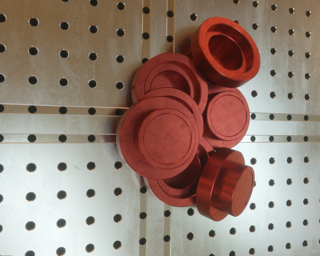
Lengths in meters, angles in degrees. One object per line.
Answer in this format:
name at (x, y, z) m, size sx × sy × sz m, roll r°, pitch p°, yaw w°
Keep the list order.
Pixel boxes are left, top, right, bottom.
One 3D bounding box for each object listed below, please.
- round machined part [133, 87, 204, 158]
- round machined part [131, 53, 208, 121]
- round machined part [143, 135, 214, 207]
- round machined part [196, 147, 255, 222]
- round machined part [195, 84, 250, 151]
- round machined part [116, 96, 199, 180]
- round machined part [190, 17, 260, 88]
round machined part at (0.004, -0.002, 0.404) m, size 0.099 × 0.042 × 0.097 m, roll 0°, pitch 90°, yaw -20°
round machined part at (0.010, -0.046, 0.407) m, size 0.099 × 0.042 × 0.097 m, roll 0°, pitch 90°, yaw -20°
round machined part at (0.023, 0.051, 0.412) m, size 0.099 × 0.042 × 0.097 m, roll 0°, pitch 90°, yaw -20°
round machined part at (0.092, 0.078, 0.411) m, size 0.099 × 0.042 × 0.097 m, roll -24°, pitch 121°, yaw -46°
round machined part at (0.086, -0.016, 0.434) m, size 0.099 × 0.042 × 0.097 m, roll 0°, pitch 90°, yaw -20°
round machined part at (0.002, 0.012, 0.359) m, size 0.099 × 0.042 × 0.097 m, roll 0°, pitch 90°, yaw -20°
round machined part at (0.084, -0.097, 0.422) m, size 0.099 × 0.042 × 0.098 m, roll 10°, pitch 65°, yaw -23°
